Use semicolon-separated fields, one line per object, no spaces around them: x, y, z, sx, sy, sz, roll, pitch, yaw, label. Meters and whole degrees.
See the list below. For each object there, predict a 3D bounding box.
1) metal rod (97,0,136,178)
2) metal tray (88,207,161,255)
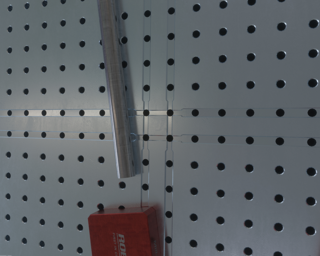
-0.064;-0.080;0.435;0.025;0.025;0.298;-8;87;20;metal rod
-0.046;0.179;0.426;0.090;0.030;0.129;-8;87;19;metal tray
